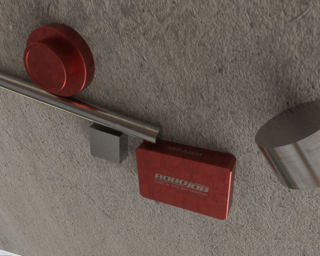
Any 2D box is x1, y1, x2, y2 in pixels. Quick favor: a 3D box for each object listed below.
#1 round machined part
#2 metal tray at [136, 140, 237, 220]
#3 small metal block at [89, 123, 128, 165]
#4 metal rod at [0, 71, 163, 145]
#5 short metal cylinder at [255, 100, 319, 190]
[{"bbox_3d":[-0.141,-0.086,0.415,0.098,0.042,0.097,13,124,20],"label":"round machined part"},{"bbox_3d":[0.034,0.068,0.427,0.130,0.030,0.089,11,123,21],"label":"metal tray"},{"bbox_3d":[-0.075,0.020,0.457,0.050,0.025,0.050,16,125,18],"label":"small metal block"},{"bbox_3d":[-0.137,-0.036,0.454,0.301,0.025,0.025,19,126,16],"label":"metal rod"},{"bbox_3d":[0.143,0.015,0.305,0.080,0.080,0.050,-25,105,36],"label":"short metal cylinder"}]
